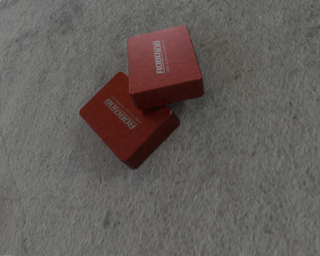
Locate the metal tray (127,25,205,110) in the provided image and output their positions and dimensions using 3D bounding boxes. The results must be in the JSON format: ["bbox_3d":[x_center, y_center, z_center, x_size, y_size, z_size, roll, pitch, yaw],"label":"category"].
[{"bbox_3d":[0.004,-0.087,0.426,0.090,0.030,0.130,-12,47,5],"label":"metal tray"}]

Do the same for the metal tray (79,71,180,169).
[{"bbox_3d":[-0.046,-0.015,0.433,0.090,0.030,0.130,-46,51,-4],"label":"metal tray"}]
